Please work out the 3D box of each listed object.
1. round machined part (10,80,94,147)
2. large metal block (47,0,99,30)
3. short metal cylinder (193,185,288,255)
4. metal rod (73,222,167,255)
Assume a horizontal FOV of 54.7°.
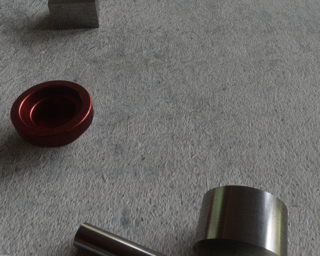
[{"bbox_3d":[-0.135,-0.014,0.402,0.099,0.042,0.098,0,50,0],"label":"round machined part"},{"bbox_3d":[-0.158,-0.229,0.578,0.081,0.050,0.080,-5,50,-5],"label":"large metal block"},{"bbox_3d":[0.075,0.096,0.288,0.080,0.080,0.050,12,51,9],"label":"short metal cylinder"},{"bbox_3d":[0.060,0.151,0.277,0.301,0.025,0.025,17,52,13],"label":"metal rod"}]
